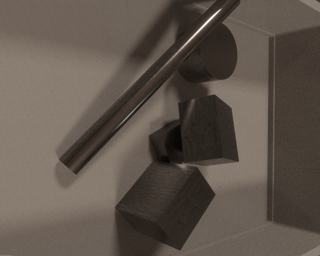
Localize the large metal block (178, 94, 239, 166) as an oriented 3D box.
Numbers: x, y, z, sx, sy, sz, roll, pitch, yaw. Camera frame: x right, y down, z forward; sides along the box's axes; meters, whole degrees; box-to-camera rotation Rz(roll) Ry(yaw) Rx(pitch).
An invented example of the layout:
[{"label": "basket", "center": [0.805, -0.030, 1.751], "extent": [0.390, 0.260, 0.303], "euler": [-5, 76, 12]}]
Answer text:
[{"label": "large metal block", "center": [0.068, 0.007, 0.422], "extent": [0.080, 0.050, 0.080], "euler": [19, 63, -61]}]

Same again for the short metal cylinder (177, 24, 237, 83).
[{"label": "short metal cylinder", "center": [0.067, -0.107, 0.449], "extent": [0.081, 0.050, 0.079], "euler": [0, 90, -40]}]

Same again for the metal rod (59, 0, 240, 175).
[{"label": "metal rod", "center": [-0.001, -0.065, 0.369], "extent": [0.301, 0.025, 0.025], "euler": [-48, 120, -16]}]

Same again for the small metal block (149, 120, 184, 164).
[{"label": "small metal block", "center": [0.019, 0.022, 0.425], "extent": [0.050, 0.025, 0.050], "euler": [-31, 110, -36]}]

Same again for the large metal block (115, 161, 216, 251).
[{"label": "large metal block", "center": [0.006, 0.089, 0.378], "extent": [0.080, 0.080, 0.050], "euler": [-49, 120, -29]}]
